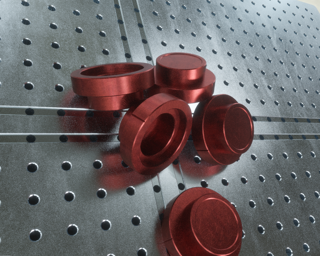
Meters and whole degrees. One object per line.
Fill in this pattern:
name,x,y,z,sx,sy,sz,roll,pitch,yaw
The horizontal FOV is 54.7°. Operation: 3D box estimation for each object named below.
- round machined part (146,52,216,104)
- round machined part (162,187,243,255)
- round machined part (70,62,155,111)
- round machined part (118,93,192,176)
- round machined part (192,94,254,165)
round machined part,0.028,-0.074,0.429,0.099,0.042,0.098,2,32,-1
round machined part,0.055,0.115,0.359,0.099,0.042,0.098,14,56,-21
round machined part,-0.055,-0.051,0.377,0.099,0.098,0.042,-21,116,-36
round machined part,-0.010,0.004,0.366,0.099,0.097,0.042,-27,44,-37
round machined part,0.092,0.002,0.422,0.099,0.042,0.097,4,84,-41
